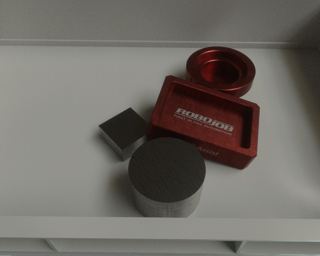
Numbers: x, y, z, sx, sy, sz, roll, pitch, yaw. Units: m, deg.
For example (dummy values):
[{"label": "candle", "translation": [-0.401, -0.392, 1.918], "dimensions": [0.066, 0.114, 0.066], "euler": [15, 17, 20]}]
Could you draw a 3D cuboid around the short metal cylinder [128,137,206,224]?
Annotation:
[{"label": "short metal cylinder", "translation": [0.007, 0.057, 0.341], "dimensions": [0.081, 0.050, 0.080], "euler": [0, 50, 0]}]

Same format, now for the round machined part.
[{"label": "round machined part", "translation": [0.087, -0.074, 0.458], "dimensions": [0.099, 0.042, 0.098], "euler": [0, 50, 0]}]

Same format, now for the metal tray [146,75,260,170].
[{"label": "metal tray", "translation": [0.057, -0.010, 0.393], "dimensions": [0.131, 0.030, 0.090], "euler": [18, 51, -1]}]

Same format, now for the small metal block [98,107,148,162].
[{"label": "small metal block", "translation": [-0.042, 0.007, 0.399], "dimensions": [0.050, 0.025, 0.050], "euler": [-33, 58, -25]}]
